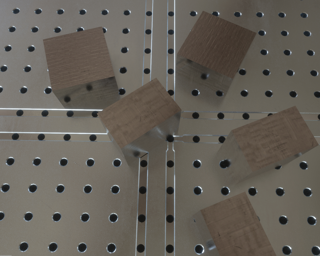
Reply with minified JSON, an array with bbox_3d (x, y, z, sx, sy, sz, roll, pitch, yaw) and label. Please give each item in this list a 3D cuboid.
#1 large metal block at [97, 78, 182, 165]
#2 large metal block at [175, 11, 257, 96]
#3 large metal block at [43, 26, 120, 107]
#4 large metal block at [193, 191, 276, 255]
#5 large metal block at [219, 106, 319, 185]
[{"bbox_3d":[-0.023,-0.005,0.384,0.080,0.080,0.050,-33,74,-11],"label":"large metal block"},{"bbox_3d":[0.077,-0.105,0.437,0.080,0.050,0.080,26,72,9],"label":"large metal block"},{"bbox_3d":[-0.107,-0.084,0.429,0.080,0.050,0.080,-15,71,-5],"label":"large metal block"},{"bbox_3d":[0.079,0.122,0.339,0.050,0.080,0.080,-21,71,-7],"label":"large metal block"},{"bbox_3d":[0.125,0.024,0.375,0.080,0.080,0.050,-20,72,-7],"label":"large metal block"}]
